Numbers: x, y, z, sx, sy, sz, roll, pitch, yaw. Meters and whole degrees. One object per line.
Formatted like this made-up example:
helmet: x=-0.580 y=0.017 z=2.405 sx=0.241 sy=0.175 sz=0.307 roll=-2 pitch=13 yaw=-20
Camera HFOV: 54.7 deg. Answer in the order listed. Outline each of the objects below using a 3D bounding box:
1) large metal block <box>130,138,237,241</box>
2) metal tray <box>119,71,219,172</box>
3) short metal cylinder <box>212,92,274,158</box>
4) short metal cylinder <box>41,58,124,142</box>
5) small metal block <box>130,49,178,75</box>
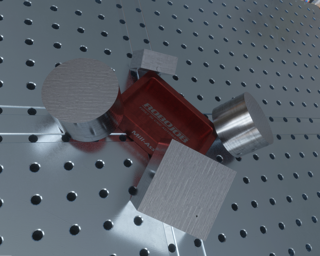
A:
large metal block: x=0.024 y=0.065 z=0.343 sx=0.080 sy=0.050 sz=0.080 roll=28 pitch=83 yaw=-11
metal tray: x=0.007 y=-0.007 z=0.412 sx=0.130 sy=0.030 sz=0.090 roll=41 pitch=51 yaw=0
short metal cylinder: x=0.117 y=-0.004 z=0.438 sx=0.080 sy=0.050 sz=0.080 roll=38 pitch=37 yaw=-35
short metal cylinder: x=-0.083 y=-0.031 z=0.347 sx=0.081 sy=0.050 sz=0.080 roll=0 pitch=65 yaw=0
small metal block: x=-0.010 y=-0.093 z=0.440 sx=0.050 sy=0.050 sz=0.025 roll=8 pitch=96 yaw=-24
